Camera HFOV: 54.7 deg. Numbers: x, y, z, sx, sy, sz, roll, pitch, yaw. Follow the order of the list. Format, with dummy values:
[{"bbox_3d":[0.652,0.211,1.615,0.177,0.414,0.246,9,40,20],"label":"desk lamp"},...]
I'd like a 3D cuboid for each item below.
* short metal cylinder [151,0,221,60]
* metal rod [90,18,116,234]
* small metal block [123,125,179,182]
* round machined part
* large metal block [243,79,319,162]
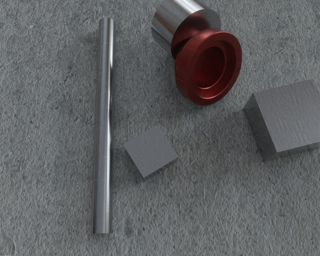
[{"bbox_3d":[0.036,-0.134,0.422,0.080,0.080,0.050,-31,55,-11],"label":"short metal cylinder"},{"bbox_3d":[-0.074,-0.017,0.413,0.025,0.025,0.299,-2,70,-1],"label":"metal rod"},{"bbox_3d":[-0.012,0.032,0.396,0.050,0.025,0.050,-30,73,-11],"label":"small metal block"},{"bbox_3d":[0.058,-0.082,0.408,0.098,0.098,0.042,-40,44,-13],"label":"round machined part"},{"bbox_3d":[0.165,-0.009,0.400,0.081,0.050,0.080,-13,71,-5],"label":"large metal block"}]
